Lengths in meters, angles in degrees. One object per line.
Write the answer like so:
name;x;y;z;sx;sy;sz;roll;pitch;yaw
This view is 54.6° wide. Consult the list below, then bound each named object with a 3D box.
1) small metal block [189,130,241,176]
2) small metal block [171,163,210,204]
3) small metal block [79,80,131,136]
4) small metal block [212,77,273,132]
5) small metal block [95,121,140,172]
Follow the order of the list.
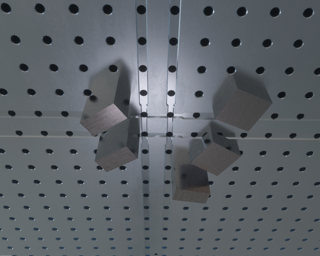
small metal block;0.078;0.036;0.443;0.050;0.025;0.050;27;125;-21
small metal block;0.045;0.083;0.466;0.050;0.050;0.025;8;130;-7
small metal block;-0.065;-0.025;0.374;0.050;0.050;0.025;-27;125;21
small metal block;0.102;-0.028;0.388;0.050;0.025;0.050;19;128;-16
small metal block;-0.056;0.025;0.416;0.050;0.050;0.025;-25;126;20
